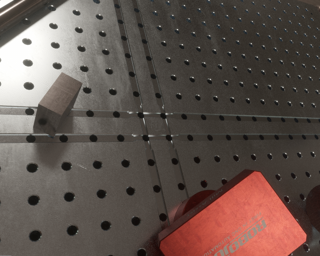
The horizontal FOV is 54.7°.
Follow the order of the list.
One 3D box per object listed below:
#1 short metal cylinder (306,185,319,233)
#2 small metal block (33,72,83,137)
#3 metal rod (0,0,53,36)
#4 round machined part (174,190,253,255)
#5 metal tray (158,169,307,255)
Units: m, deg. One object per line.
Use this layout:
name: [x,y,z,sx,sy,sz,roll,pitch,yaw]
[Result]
short metal cylinder: [0.263,0.117,0.446,0.050,0.080,0.080,-4,64,-30]
small metal block: [-0.115,-0.026,0.347,0.025,0.050,0.050,29,52,-11]
metal rod: [-0.160,-0.193,0.440,0.025,0.025,0.301,35,51,-6]
round machined part: [0.069,0.120,0.363,0.099,0.042,0.098,14,56,-21]
metal tray: [0.074,0.116,0.328,0.130,0.030,0.090,-35,88,-6]
